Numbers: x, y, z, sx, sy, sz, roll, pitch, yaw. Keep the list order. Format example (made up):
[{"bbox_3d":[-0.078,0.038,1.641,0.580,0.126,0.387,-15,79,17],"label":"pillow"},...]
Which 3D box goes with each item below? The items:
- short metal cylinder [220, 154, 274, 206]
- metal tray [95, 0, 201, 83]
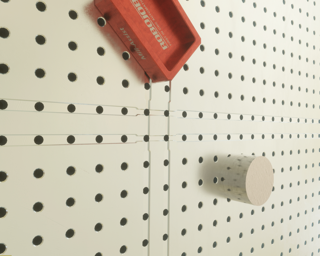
[{"bbox_3d":[0.145,0.084,0.514,0.081,0.050,0.079,0,90,-40],"label":"short metal cylinder"},{"bbox_3d":[-0.009,-0.135,0.397,0.130,0.030,0.090,51,60,-28],"label":"metal tray"}]
